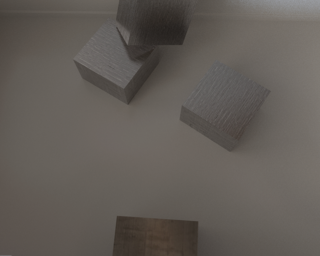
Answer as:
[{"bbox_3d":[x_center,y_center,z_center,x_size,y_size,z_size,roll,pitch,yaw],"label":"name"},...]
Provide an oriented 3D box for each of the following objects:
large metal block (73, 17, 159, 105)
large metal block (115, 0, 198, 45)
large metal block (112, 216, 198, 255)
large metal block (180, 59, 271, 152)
[{"bbox_3d":[-0.057,-0.092,0.429,0.080,0.050,0.080,31,73,10],"label":"large metal block"},{"bbox_3d":[-0.004,-0.154,0.393,0.081,0.079,0.050,-8,51,-27],"label":"large metal block"},{"bbox_3d":[-0.004,0.126,0.334,0.080,0.080,0.050,4,70,1],"label":"large metal block"},{"bbox_3d":[0.083,-0.029,0.407,0.080,0.050,0.080,33,73,11],"label":"large metal block"}]
